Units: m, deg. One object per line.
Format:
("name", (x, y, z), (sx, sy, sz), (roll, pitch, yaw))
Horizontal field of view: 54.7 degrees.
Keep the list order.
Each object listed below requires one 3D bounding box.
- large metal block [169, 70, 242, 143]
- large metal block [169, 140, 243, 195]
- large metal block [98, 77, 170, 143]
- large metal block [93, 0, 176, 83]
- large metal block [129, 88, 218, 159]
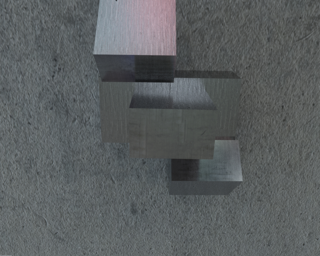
("large metal block", (0.051, -0.028, 0.386), (0.081, 0.050, 0.079), (1, 110, -1))
("large metal block", (0.053, 0.053, 0.395), (0.081, 0.080, 0.050), (0, 66, -1))
("large metal block", (-0.030, -0.028, 0.385), (0.081, 0.050, 0.079), (1, 110, -1))
("large metal block", (-0.024, -0.098, 0.339), (0.081, 0.050, 0.080), (1, 66, 0))
("large metal block", (0.011, -0.008, 0.326), (0.081, 0.080, 0.050), (1, 110, -1))
